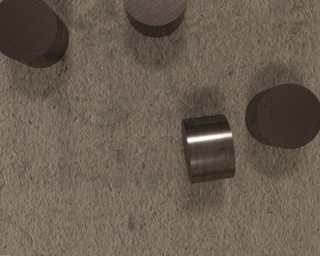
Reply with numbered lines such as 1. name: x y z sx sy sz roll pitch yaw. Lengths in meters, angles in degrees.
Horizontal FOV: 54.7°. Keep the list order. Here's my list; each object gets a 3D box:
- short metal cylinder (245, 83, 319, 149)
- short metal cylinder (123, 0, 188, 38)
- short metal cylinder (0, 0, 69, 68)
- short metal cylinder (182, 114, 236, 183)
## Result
1. short metal cylinder: 0.157 -0.014 0.400 0.081 0.050 0.079 0 90 -1
2. short metal cylinder: -0.006 -0.163 0.397 0.081 0.050 0.079 0 90 -1
3. short metal cylinder: -0.164 -0.121 0.395 0.081 0.050 0.079 0 90 -1
4. short metal cylinder: 0.058 0.025 0.383 0.050 0.080 0.080 -8 90 0
